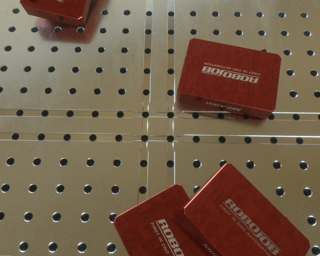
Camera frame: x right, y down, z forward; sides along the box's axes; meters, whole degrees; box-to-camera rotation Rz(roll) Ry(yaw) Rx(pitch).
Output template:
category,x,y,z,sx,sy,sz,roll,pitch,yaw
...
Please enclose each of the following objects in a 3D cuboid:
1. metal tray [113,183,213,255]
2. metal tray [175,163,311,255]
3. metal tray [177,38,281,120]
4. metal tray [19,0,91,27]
category,x,y,z,sx,sy,sz,roll,pitch,yaw
metal tray,0.015,0.142,0.357,0.090,0.030,0.130,-28,72,-10
metal tray,0.093,0.115,0.347,0.130,0.030,0.090,46,57,9
metal tray,0.096,-0.070,0.435,0.131,0.030,0.090,12,70,4
metal tray,-0.146,-0.228,0.468,0.090,0.030,0.129,12,84,-5
